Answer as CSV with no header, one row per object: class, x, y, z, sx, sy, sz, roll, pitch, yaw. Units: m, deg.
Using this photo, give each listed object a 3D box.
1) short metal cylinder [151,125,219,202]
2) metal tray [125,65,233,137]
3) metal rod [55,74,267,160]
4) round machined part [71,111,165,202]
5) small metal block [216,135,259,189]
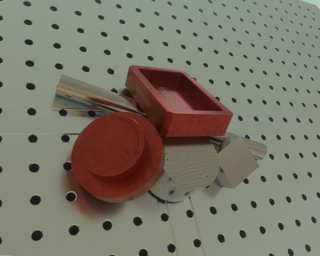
short metal cylinder,0.023,0.043,0.374,0.081,0.050,0.080,14,56,-21
metal tray,0.019,-0.038,0.396,0.091,0.030,0.130,0,33,-29
metal rod,0.015,-0.008,0.417,0.302,0.025,0.025,18,55,-18
round machined part,-0.046,0.024,0.323,0.099,0.042,0.098,-4,62,7
small metal block,0.096,0.045,0.414,0.050,0.025,0.050,-35,97,-22
